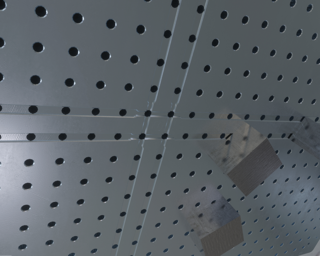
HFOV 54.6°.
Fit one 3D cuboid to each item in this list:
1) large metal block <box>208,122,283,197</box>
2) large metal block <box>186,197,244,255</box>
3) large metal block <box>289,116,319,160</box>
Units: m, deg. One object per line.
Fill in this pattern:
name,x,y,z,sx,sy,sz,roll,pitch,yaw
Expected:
large metal block,0.139,0.052,0.502,0.080,0.050,0.080,-43,129,1
large metal block,0.101,0.185,0.564,0.080,0.050,0.080,-26,128,-12
large metal block,0.296,0.030,0.555,0.080,0.080,0.050,21,107,-36
